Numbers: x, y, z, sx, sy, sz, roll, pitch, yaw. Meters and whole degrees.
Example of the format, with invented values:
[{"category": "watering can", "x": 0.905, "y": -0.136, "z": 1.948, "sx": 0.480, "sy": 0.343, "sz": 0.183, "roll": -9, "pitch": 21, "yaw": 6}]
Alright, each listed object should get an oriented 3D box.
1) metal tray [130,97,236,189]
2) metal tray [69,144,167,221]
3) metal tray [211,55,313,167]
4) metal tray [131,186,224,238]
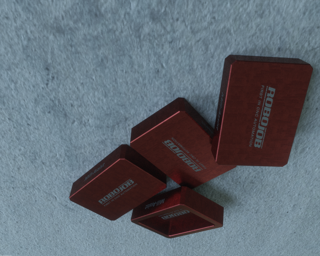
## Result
[{"category": "metal tray", "x": 0.034, "y": 0.028, "z": 0.428, "sx": 0.090, "sy": 0.030, "sz": 0.130, "roll": -33, "pitch": 123, "yaw": 24}, {"category": "metal tray", "x": -0.065, "y": 0.089, "z": 0.479, "sx": 0.090, "sy": 0.030, "sz": 0.130, "roll": 37, "pitch": 121, "yaw": -28}, {"category": "metal tray", "x": 0.116, "y": -0.017, "z": 0.368, "sx": 0.091, "sy": 0.030, "sz": 0.129, "roll": 2, "pitch": 115, "yaw": -4}, {"category": "metal tray", "x": 0.026, "y": 0.141, "z": 0.502, "sx": 0.090, "sy": 0.030, "sz": 0.130, "roll": 33, "pitch": 138, "yaw": -26}]
